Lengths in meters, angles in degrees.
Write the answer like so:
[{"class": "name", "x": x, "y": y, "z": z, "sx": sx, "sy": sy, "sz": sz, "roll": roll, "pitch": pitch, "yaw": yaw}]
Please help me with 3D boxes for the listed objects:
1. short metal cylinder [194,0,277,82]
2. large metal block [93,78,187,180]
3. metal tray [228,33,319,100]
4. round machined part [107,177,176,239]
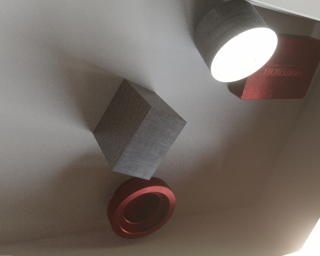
[{"class": "short metal cylinder", "x": 0.087, "y": -0.100, "z": 0.361, "sx": 0.081, "sy": 0.050, "sz": 0.080, "roll": -17, "pitch": 149, "yaw": -10}, {"class": "large metal block", "x": -0.027, "y": 0.000, "z": 0.360, "sx": 0.050, "sy": 0.080, "sz": 0.080, "roll": 22, "pitch": 106, "yaw": -37}, {"class": "metal tray", "x": 0.169, "y": -0.088, "z": 0.446, "sx": 0.131, "sy": 0.030, "sz": 0.089, "roll": -4, "pitch": 120, "yaw": -27}, {"class": "round machined part", "x": -0.030, "y": 0.110, "z": 0.451, "sx": 0.099, "sy": 0.042, "sz": 0.097, "roll": -14, "pitch": 125, "yaw": -21}]
